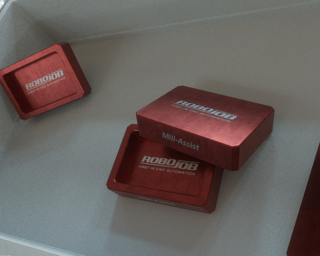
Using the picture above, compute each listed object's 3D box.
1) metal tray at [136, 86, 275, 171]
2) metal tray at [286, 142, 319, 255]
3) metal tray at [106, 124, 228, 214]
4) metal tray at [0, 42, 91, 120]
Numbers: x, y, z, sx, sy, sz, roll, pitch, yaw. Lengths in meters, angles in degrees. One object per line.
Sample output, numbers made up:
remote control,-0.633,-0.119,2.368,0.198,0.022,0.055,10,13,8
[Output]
metal tray,0.049,-0.007,0.353,0.130,0.030,0.091,19,40,35
metal tray,0.157,0.055,0.248,0.030,0.090,0.130,27,72,-4
metal tray,0.008,0.044,0.371,0.130,0.030,0.090,4,63,29
metal tray,-0.192,-0.076,0.512,0.130,0.090,0.030,-19,16,17
